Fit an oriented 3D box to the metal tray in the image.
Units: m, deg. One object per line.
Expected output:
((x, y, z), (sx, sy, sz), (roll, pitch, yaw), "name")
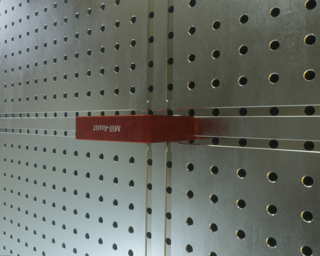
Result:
((-0.033, 0.000, 0.395), (0.130, 0.091, 0.030), (1, 91, 40), "metal tray")
